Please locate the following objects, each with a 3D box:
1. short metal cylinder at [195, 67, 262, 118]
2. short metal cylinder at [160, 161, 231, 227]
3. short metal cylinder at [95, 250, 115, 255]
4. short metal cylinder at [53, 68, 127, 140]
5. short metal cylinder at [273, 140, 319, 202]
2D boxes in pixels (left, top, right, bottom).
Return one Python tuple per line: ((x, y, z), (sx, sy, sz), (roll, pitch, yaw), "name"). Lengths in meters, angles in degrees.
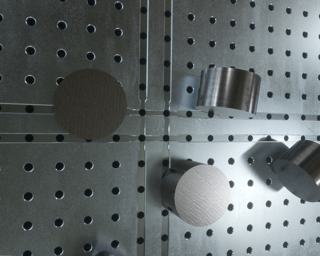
((0.092, -0.046, 0.419), (0.081, 0.080, 0.050), (11, 87, -20), "short metal cylinder")
((0.047, 0.086, 0.418), (0.081, 0.050, 0.079), (0, 90, -21), "short metal cylinder")
((-0.064, 0.193, 0.361), (0.050, 0.080, 0.080), (39, 77, -16), "short metal cylinder")
((-0.085, -0.027, 0.369), (0.081, 0.050, 0.079), (0, 90, -21), "short metal cylinder")
((0.221, 0.064, 0.467), (0.050, 0.080, 0.080), (-37, 102, -16), "short metal cylinder")
